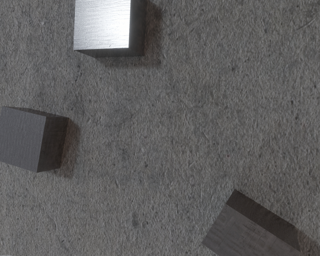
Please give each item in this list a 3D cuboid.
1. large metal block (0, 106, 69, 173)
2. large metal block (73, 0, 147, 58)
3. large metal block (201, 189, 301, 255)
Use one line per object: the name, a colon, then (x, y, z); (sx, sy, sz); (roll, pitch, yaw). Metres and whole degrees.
large metal block: (-0.192, 0.015, 0.464); (0.080, 0.050, 0.080); (12, 94, 19)
large metal block: (-0.066, -0.141, 0.419); (0.080, 0.050, 0.079); (3, 91, 20)
large metal block: (0.101, 0.118, 0.344); (0.080, 0.080, 0.050); (31, 100, 17)
